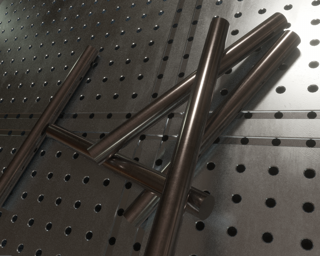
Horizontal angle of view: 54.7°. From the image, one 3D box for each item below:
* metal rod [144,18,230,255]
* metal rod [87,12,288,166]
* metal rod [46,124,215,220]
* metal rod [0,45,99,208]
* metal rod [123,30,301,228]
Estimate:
[{"bbox_3d":[0.037,-0.007,0.326,0.025,0.025,0.300,1,57,28],"label":"metal rod"},{"bbox_3d":[0.041,-0.054,0.389,0.301,0.025,0.025,-37,51,-9],"label":"metal rod"},{"bbox_3d":[-0.062,0.040,0.392,0.300,0.025,0.025,18,71,42],"label":"metal rod"},{"bbox_3d":[-0.186,-0.012,0.510,0.025,0.025,0.300,15,69,34],"label":"metal rod"},{"bbox_3d":[0.066,-0.003,0.374,0.300,0.025,0.025,-48,52,-6],"label":"metal rod"}]
